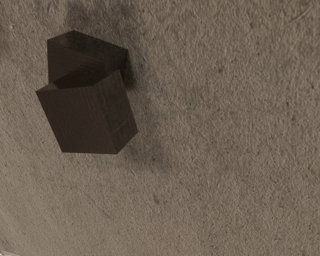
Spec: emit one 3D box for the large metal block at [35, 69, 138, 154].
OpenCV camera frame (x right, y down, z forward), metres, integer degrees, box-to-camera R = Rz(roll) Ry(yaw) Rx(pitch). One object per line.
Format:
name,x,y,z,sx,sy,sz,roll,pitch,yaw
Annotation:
large metal block,-0.081,-0.018,0.356,0.080,0.050,0.080,-1,118,28

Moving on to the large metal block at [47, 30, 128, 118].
large metal block,-0.093,-0.069,0.395,0.080,0.050,0.079,23,127,14
